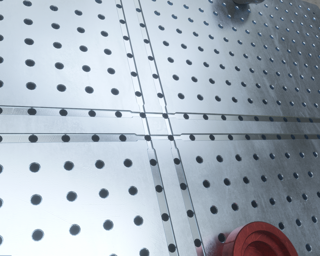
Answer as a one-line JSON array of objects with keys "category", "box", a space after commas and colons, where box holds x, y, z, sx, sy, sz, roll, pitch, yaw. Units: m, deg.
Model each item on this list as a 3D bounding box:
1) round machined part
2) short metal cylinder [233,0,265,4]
[{"category": "round machined part", "box": [0.112, 0.162, 0.359, 0.099, 0.042, 0.098, 14, 56, -21]}, {"category": "short metal cylinder", "box": [0.194, -0.310, 0.666, 0.050, 0.080, 0.080, -16, 70, -34]}]
